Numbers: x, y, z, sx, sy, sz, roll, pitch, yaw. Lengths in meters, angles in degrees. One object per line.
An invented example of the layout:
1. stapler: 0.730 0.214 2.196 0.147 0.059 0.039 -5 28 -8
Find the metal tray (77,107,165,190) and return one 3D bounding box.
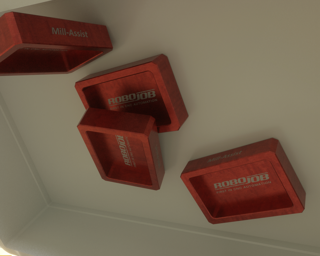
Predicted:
1. metal tray: -0.046 0.032 0.414 0.090 0.030 0.129 8 142 14

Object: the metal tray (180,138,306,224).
1. metal tray: 0.103 0.073 0.395 0.130 0.030 0.090 -21 107 35

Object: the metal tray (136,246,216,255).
1. metal tray: 0.016 0.227 0.497 0.130 0.091 0.030 -7 91 31

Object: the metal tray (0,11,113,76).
1. metal tray: -0.129 -0.089 0.350 0.090 0.131 0.030 -17 90 35

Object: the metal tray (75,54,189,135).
1. metal tray: -0.038 -0.035 0.402 0.130 0.030 0.090 -8 115 31
